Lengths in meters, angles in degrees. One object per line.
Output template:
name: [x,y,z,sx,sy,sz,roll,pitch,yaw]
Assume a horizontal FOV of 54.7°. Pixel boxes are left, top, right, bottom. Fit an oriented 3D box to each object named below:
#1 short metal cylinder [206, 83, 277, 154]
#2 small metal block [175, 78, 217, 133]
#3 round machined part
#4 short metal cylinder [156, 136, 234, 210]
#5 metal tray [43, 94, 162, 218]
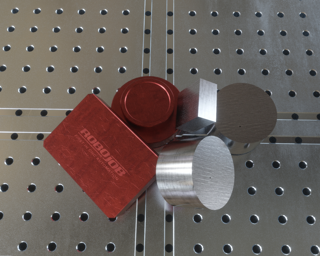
short metal cylinder: [0.102,-0.011,0.400,0.081,0.050,0.080,0,70,0]
small metal block: [0.045,-0.026,0.385,0.025,0.050,0.050,16,67,-24]
round machined part: [-0.016,-0.026,0.408,0.099,0.042,0.098,0,70,0]
short metal cylinder: [0.042,0.051,0.354,0.050,0.080,0.080,-9,63,43]
metal tray: [-0.068,0.032,0.381,0.130,0.030,0.090,44,91,13]
